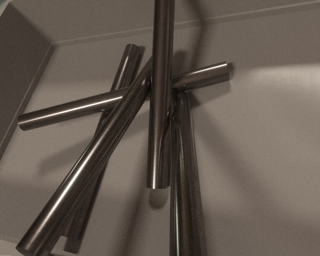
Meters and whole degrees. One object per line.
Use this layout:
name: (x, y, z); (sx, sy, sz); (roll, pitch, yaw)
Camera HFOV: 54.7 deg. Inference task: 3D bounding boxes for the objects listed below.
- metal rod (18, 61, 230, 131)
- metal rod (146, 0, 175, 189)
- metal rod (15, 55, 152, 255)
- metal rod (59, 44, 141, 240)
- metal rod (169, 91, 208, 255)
metal rod: (-0.056, -0.041, 0.430); (0.301, 0.025, 0.025); (-13, 56, 9)
metal rod: (0.003, -0.079, 0.375); (0.025, 0.025, 0.298); (1, 86, 28)
metal rod: (-0.048, -0.003, 0.338); (0.025, 0.025, 0.301); (1, 43, 28)
metal rod: (-0.078, 0.003, 0.443); (0.025, 0.025, 0.300); (1, 62, 28)
metal rod: (0.022, 0.037, 0.286); (0.025, 0.025, 0.300); (-22, 27, 15)
